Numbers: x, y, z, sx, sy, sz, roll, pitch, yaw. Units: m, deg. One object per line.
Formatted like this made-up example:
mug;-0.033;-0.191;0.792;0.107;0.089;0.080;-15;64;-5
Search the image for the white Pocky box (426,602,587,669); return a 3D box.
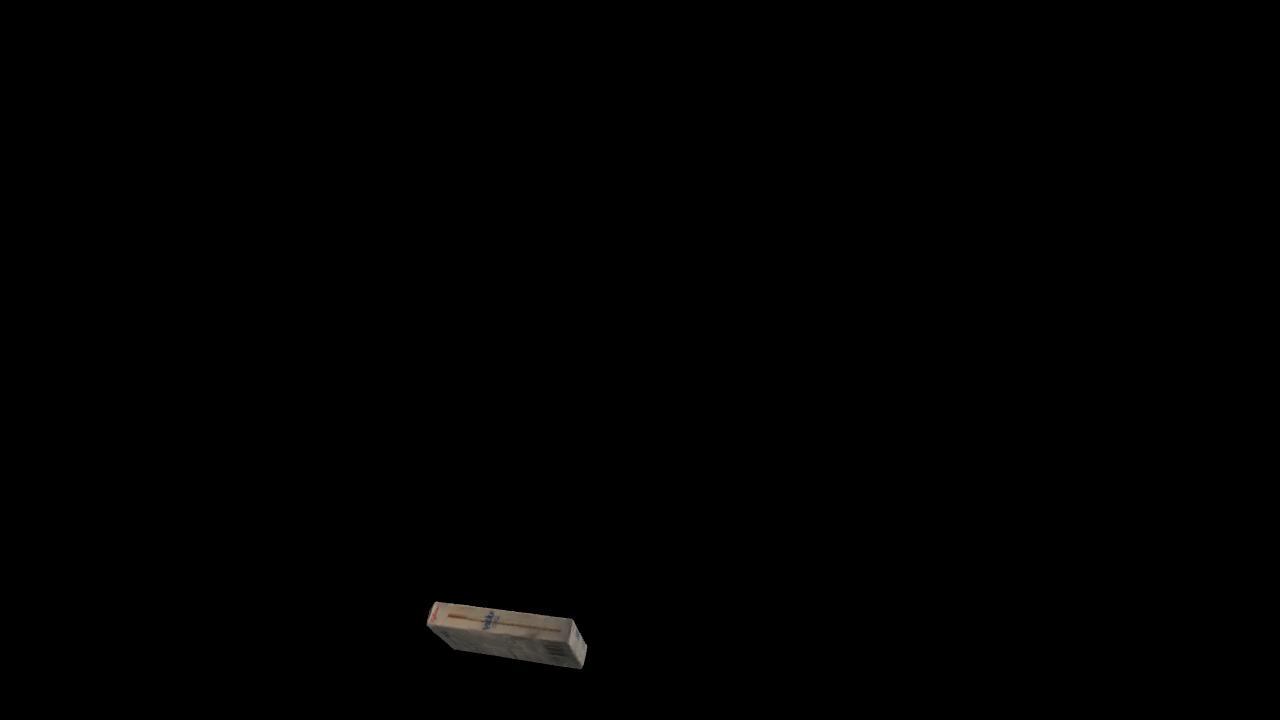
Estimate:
white Pocky box;-0.138;0.292;0.651;0.154;0.028;0.084;3;-41;11
